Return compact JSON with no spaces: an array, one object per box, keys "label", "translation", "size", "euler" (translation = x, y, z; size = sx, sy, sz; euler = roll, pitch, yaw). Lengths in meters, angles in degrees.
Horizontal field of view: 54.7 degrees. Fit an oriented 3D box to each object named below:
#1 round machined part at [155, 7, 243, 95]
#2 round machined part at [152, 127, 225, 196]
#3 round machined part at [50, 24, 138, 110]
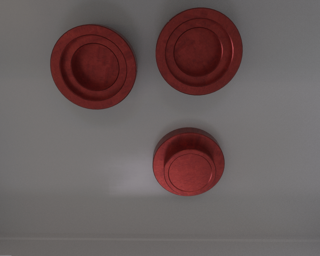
[{"label":"round machined part","translation":[0.044,-0.091,0.369],"size":[0.099,0.042,0.097],"euler":[0,110,0]},{"label":"round machined part","translation":[0.039,0.052,0.421],"size":[0.099,0.042,0.097],"euler":[0,110,0]},{"label":"round machined part","translation":[-0.076,-0.075,0.374],"size":[0.099,0.042,0.097],"euler":[0,110,0]}]
